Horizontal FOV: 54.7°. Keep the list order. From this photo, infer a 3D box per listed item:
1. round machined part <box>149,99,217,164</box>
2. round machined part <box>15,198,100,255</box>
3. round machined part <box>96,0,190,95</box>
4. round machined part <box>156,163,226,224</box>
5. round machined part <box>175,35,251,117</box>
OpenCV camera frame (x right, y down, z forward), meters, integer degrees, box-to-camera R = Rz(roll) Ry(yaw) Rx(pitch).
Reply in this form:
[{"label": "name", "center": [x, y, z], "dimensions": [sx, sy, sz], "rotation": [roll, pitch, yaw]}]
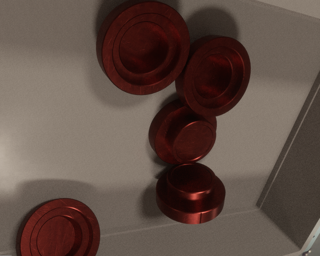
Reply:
[{"label": "round machined part", "center": [0.038, 0.010, 0.427], "dimensions": [0.099, 0.042, 0.097], "rotation": [-14, 125, -21]}, {"label": "round machined part", "center": [-0.130, 0.140, 0.392], "dimensions": [0.099, 0.042, 0.098], "rotation": [12, 69, -34]}, {"label": "round machined part", "center": [-0.021, -0.088, 0.333], "dimensions": [0.099, 0.042, 0.097], "rotation": [-14, 125, -21]}, {"label": "round machined part", "center": [0.043, 0.084, 0.439], "dimensions": [0.099, 0.098, 0.042], "rotation": [-13, 124, -22]}, {"label": "round machined part", "center": [0.061, -0.066, 0.387], "dimensions": [0.099, 0.042, 0.097], "rotation": [-12, 116, -25]}]
